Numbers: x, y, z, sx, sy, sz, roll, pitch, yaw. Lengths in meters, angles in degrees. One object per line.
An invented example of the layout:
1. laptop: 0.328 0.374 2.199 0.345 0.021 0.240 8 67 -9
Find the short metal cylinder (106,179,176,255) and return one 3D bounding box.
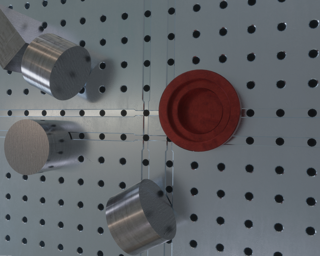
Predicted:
1. short metal cylinder: -0.022 0.112 0.391 0.050 0.080 0.080 -31 80 17

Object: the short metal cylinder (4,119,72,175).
1. short metal cylinder: -0.182 0.027 0.464 0.080 0.050 0.080 0 90 20

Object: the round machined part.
1. round machined part: 0.052 -0.021 0.385 0.098 0.042 0.097 0 90 20

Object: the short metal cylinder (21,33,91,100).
1. short metal cylinder: -0.143 -0.085 0.434 0.050 0.080 0.080 27 99 18

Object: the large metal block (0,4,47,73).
1. large metal block: -0.203 -0.125 0.455 0.050 0.080 0.080 -43 77 15
